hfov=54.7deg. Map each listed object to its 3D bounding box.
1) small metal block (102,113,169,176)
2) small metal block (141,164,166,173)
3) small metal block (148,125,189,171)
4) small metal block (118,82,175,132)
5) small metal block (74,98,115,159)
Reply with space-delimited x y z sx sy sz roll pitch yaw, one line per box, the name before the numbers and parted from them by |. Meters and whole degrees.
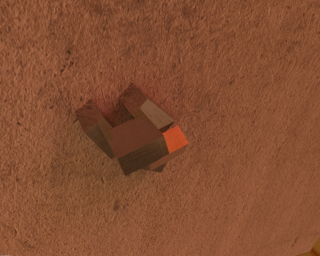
small metal block | -0.026 0.016 0.324 0.050 0.050 0.025 -26 128 -13
small metal block | -0.012 0.030 0.422 0.050 0.025 0.050 17 109 -35
small metal block | 0.004 0.026 0.380 0.050 0.025 0.050 -28 166 -11
small metal block | -0.016 -0.023 0.371 0.025 0.050 0.050 -49 129 6
small metal block | -0.068 0.001 0.357 0.025 0.050 0.050 -39 130 -3
